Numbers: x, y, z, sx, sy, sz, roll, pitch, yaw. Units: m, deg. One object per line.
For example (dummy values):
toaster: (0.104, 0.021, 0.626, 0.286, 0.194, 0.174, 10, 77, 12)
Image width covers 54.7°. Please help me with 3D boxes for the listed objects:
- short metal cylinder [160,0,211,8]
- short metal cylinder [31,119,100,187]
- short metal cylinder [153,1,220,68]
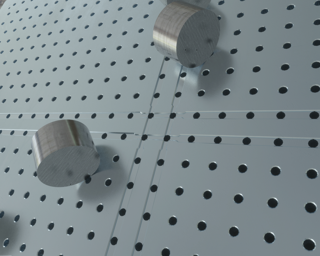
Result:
short metal cylinder: (0.038, -0.221, 0.489, 0.080, 0.080, 0.050, -34, 51, 6)
short metal cylinder: (-0.128, 0.035, 0.419, 0.080, 0.080, 0.050, -35, 51, 5)
short metal cylinder: (0.037, -0.131, 0.434, 0.080, 0.080, 0.050, -48, 51, -5)
